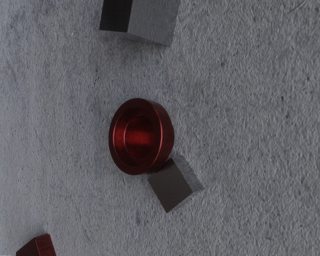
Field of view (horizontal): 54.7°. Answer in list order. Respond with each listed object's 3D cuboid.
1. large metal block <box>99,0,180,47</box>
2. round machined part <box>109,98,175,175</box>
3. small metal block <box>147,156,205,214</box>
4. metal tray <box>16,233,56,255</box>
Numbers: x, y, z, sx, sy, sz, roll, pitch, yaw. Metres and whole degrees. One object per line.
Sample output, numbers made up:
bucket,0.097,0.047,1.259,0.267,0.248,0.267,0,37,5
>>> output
large metal block,-0.022,-0.151,0.385,0.050,0.081,0.079,19,102,38
round machined part,-0.020,0.012,0.404,0.098,0.042,0.097,-5,82,42
small metal block,0.019,0.070,0.388,0.050,0.025,0.050,-46,63,30
metal tray,-0.223,0.278,0.582,0.090,0.030,0.130,-40,66,32
